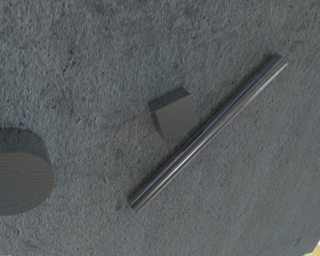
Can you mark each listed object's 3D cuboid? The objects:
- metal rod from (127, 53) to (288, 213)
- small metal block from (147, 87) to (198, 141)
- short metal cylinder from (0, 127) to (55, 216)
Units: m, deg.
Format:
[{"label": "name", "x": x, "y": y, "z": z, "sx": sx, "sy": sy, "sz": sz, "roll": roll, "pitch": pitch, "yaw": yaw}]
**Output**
[{"label": "metal rod", "x": 0.066, "y": 0.009, "z": 0.448, "sx": 0.300, "sy": 0.025, "sz": 0.025, "roll": -45, "pitch": 129, "yaw": 3}, {"label": "small metal block", "x": 0.017, "y": -0.018, "z": 0.405, "sx": 0.050, "sy": 0.025, "sz": 0.050, "roll": -27, "pitch": 128, "yaw": -12}, {"label": "short metal cylinder", "x": -0.159, "y": 0.046, "z": 0.332, "sx": 0.081, "sy": 0.050, "sz": 0.079, "roll": -14, "pitch": 124, "yaw": -21}]
